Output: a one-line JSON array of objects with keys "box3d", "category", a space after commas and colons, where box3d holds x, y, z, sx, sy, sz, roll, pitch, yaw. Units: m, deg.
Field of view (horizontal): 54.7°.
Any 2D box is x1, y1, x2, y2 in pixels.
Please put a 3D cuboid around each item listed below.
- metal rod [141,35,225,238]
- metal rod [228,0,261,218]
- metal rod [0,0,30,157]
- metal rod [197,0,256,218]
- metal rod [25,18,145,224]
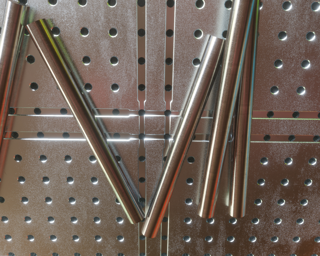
[{"box3d": [0.028, 0.025, 0.423, 0.025, 0.025, 0.298, 16, 109, -6], "category": "metal rod"}, {"box3d": [0.109, -0.013, 0.410, 0.025, 0.025, 0.298, -2, 110, 0], "category": "metal rod"}, {"box3d": [-0.214, -0.012, 0.405, 0.025, 0.025, 0.298, 18, 109, -7], "category": "metal rod"}, {"box3d": [0.080, -0.008, 0.399, 0.025, 0.025, 0.298, 4, 115, -2], "category": "metal rod"}, {"box3d": [-0.090, 0.005, 0.413, 0.025, 0.025, 0.299, -21, 109, 7], "category": "metal rod"}]
